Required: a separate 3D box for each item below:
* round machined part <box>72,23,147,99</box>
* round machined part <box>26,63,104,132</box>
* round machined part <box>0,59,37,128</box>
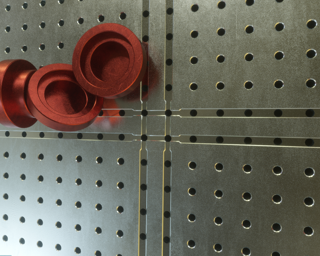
[{"bbox_3d":[-0.065,-0.088,0.421,0.098,0.042,0.097,-1,87,13],"label":"round machined part"},{"bbox_3d":[-0.132,-0.038,0.429,0.098,0.099,0.042,57,142,11],"label":"round machined part"},{"bbox_3d":[-0.191,-0.048,0.440,0.042,0.098,0.097,1,91,12],"label":"round machined part"}]
